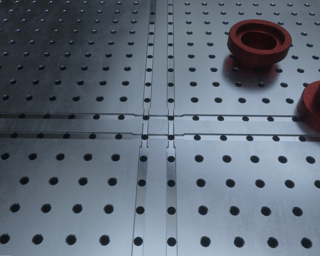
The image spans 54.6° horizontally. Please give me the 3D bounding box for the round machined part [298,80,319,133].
[{"bbox_3d":[0.248,-0.035,0.427,0.099,0.042,0.098,0,50,0],"label":"round machined part"}]

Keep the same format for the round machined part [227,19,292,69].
[{"bbox_3d":[0.160,-0.134,0.510,0.099,0.042,0.098,0,50,0],"label":"round machined part"}]
